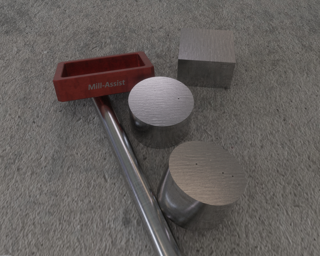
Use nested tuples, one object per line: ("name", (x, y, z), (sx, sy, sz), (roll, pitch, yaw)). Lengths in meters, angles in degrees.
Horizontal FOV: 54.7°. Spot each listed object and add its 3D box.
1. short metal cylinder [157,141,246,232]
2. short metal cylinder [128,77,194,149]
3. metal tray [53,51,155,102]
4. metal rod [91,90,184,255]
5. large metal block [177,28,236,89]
("short metal cylinder", (0.042, 0.060, 0.325), (0.081, 0.050, 0.080), (10, 42, -9))
("short metal cylinder", (0.001, -0.020, 0.400), (0.081, 0.050, 0.080), (2, 54, -2))
("metal tray", (-0.079, -0.077, 0.443), (0.131, 0.030, 0.090), (-10, 29, -8))
("metal rod", (-0.026, 0.061, 0.351), (0.025, 0.025, 0.300), (-18, 53, -15))
("large metal block", (0.070, -0.109, 0.479), (0.080, 0.050, 0.080), (5, 50, 4))
